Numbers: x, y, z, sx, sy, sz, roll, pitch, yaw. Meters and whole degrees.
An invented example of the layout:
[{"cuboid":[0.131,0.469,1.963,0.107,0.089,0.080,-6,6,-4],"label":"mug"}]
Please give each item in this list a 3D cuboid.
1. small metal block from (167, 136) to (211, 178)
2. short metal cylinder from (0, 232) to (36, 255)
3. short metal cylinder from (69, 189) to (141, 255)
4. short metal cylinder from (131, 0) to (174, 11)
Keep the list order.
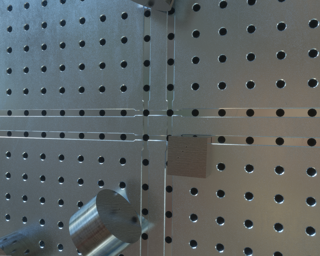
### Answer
[{"cuboid":[0.038,0.036,0.399,0.050,0.025,0.050,2,91,20],"label":"small metal block"},{"cuboid":[-0.244,0.212,0.485,0.080,0.050,0.079,0,90,20],"label":"short metal cylinder"},{"cuboid":[-0.071,0.128,0.408,0.050,0.080,0.080,-41,77,15],"label":"short metal cylinder"},{"cuboid":[-0.015,-0.188,0.389,0.080,0.080,0.050,23,98,18],"label":"short metal cylinder"}]
